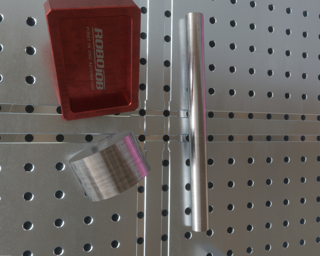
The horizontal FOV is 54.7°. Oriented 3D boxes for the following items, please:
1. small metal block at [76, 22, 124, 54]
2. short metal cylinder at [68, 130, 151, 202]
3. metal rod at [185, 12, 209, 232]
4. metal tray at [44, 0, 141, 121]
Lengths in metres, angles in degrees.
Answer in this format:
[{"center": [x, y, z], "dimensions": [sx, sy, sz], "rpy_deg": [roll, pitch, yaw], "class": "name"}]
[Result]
[{"center": [-0.074, -0.107, 0.372], "dimensions": [0.050, 0.050, 0.025], "rpy_deg": [-6, 92, -20], "class": "small metal block"}, {"center": [-0.058, 0.042, 0.363], "dimensions": [0.081, 0.080, 0.050], "rpy_deg": [-28, 100, -18], "class": "short metal cylinder"}, {"center": [0.052, -0.008, 0.433], "dimensions": [0.025, 0.025, 0.298], "rpy_deg": [-2, 91, -20], "class": "metal rod"}, {"center": [-0.070, -0.073, 0.343], "dimensions": [0.091, 0.030, 0.129], "rpy_deg": [-10, 132, -18], "class": "metal tray"}]
